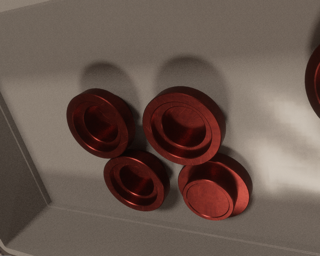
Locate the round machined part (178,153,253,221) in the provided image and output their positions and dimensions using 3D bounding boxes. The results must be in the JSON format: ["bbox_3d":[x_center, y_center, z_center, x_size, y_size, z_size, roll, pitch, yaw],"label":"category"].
[{"bbox_3d":[0.069,0.084,0.412,0.098,0.042,0.097,13,124,20],"label":"round machined part"}]

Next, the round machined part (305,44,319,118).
[{"bbox_3d":[0.179,-0.039,0.260,0.098,0.042,0.097,46,149,39],"label":"round machined part"}]

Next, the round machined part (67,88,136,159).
[{"bbox_3d":[-0.076,-0.010,0.429,0.098,0.042,0.097,13,122,22],"label":"round machined part"}]

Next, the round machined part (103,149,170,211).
[{"bbox_3d":[-0.030,0.071,0.456,0.098,0.042,0.097,13,124,20],"label":"round machined part"}]

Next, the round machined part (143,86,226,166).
[{"bbox_3d":[0.032,-0.006,0.376,0.098,0.042,0.097,13,124,20],"label":"round machined part"}]
